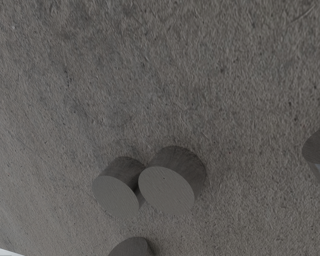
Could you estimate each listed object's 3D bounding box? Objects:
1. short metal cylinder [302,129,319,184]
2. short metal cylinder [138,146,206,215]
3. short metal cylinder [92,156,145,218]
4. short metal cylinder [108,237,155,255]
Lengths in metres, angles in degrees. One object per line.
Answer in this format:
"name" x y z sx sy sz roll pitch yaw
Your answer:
"short metal cylinder" 0.185 0.029 0.291 0.080 0.080 0.050 -26 104 37
"short metal cylinder" 0.018 0.071 0.425 0.080 0.050 0.079 13 124 21
"short metal cylinder" -0.056 0.091 0.477 0.080 0.050 0.079 13 124 21
"short metal cylinder" -0.048 0.240 0.545 0.080 0.080 0.050 -12 112 33
